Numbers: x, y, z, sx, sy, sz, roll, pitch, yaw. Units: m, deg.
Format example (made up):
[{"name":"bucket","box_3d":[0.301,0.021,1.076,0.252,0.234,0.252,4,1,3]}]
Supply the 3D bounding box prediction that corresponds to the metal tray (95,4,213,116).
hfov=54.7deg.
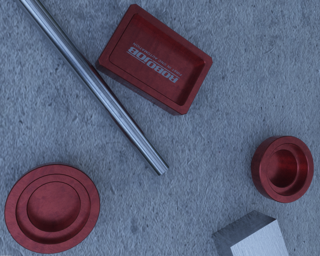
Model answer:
[{"name":"metal tray","box_3d":[-0.005,-0.085,0.404,0.131,0.030,0.090,30,80,-18]}]

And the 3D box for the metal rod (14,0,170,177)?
[{"name":"metal rod","box_3d":[-0.086,-0.061,0.377,0.025,0.025,0.300,-41,103,-15]}]

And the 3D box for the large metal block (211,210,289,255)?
[{"name":"large metal block","box_3d":[0.132,0.178,0.445,0.081,0.050,0.080,-23,98,-19]}]

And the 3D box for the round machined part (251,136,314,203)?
[{"name":"round machined part","box_3d":[0.177,0.060,0.466,0.099,0.042,0.097,0,90,-20]}]

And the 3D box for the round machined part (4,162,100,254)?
[{"name":"round machined part","box_3d":[-0.122,0.088,0.355,0.099,0.042,0.097,0,90,-20]}]
